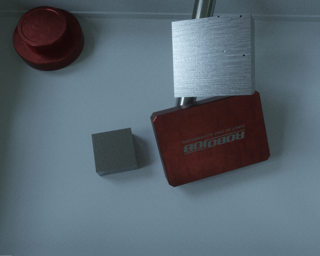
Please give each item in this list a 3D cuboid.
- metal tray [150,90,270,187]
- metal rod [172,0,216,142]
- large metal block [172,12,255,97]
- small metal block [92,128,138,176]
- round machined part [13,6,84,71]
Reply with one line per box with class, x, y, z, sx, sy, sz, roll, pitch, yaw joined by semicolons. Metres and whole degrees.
metal tray;0.062;0.011;0.381;0.131;0.030;0.089;-15;102;-6
metal rod;0.050;-0.128;0.379;0.025;0.025;0.298;11;101;3
large metal block;0.061;-0.076;0.340;0.080;0.050;0.079;0;97;21
small metal block;-0.058;0.031;0.398;0.050;0.025;0.050;-10;70;-4
round machined part;-0.164;-0.136;0.448;0.099;0.042;0.098;0;70;-1
